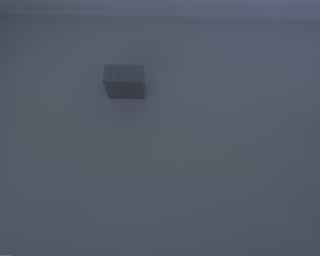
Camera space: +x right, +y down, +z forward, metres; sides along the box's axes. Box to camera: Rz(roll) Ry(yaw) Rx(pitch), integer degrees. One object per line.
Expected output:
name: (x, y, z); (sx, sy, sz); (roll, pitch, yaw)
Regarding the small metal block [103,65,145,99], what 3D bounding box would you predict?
small metal block: (-0.047, -0.061, 0.419); (0.050, 0.050, 0.025); (1, 70, 0)
